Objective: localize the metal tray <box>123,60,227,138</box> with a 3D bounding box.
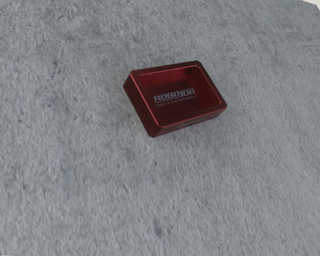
[{"bbox_3d":[0.024,-0.046,0.443,0.131,0.030,0.090,-17,71,-35],"label":"metal tray"}]
